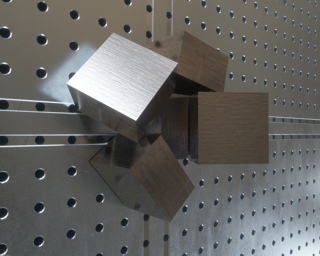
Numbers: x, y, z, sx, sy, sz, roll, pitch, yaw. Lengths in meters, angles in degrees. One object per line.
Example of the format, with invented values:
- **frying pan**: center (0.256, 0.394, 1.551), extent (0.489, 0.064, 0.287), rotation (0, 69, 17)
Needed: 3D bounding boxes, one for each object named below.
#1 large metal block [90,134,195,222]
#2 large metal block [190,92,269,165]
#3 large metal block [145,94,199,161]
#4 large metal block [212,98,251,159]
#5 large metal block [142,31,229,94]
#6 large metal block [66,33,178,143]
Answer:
- **large metal block**: center (-0.020, 0.053, 0.354), extent (0.050, 0.080, 0.080), rotation (-48, 119, -30)
- **large metal block**: center (0.079, 0.000, 0.368), extent (0.080, 0.050, 0.080), rotation (0, 89, -6)
- **large metal block**: center (0.016, -0.001, 0.405), extent (0.081, 0.050, 0.080), rotation (1, 90, -40)
- **large metal block**: center (0.089, 0.000, 0.436), extent (0.050, 0.080, 0.080), rotation (0, 90, -2)
- **large metal block**: center (0.027, -0.075, 0.395), extent (0.080, 0.080, 0.050), rotation (17, 79, -39)
- **large metal block**: center (-0.037, -0.044, 0.333), extent (0.080, 0.080, 0.050), rotation (-56, 167, -25)
